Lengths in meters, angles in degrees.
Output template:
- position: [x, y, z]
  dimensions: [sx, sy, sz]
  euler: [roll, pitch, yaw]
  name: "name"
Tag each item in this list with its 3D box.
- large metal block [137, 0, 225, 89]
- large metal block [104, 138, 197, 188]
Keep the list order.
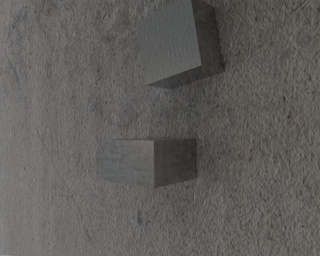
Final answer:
- position: [0.023, -0.097, 0.369]
  dimensions: [0.080, 0.050, 0.080]
  euler: [-13, 82, 39]
  name: "large metal block"
- position: [-0.011, 0.038, 0.378]
  dimensions: [0.080, 0.081, 0.050]
  euler: [-1, 90, 40]
  name: "large metal block"
